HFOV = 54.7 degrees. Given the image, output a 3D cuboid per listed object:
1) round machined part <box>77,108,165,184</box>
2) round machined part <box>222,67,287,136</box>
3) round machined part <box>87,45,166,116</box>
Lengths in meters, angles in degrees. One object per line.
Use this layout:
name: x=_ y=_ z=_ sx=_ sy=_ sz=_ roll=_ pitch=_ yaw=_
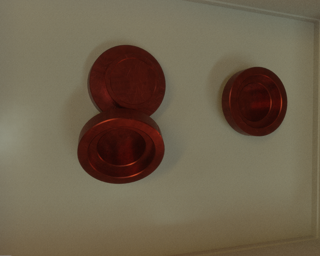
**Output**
round machined part: x=-0.046 y=0.017 z=0.369 sx=0.099 sy=0.042 sz=0.097 roll=-5 pitch=126 yaw=-7
round machined part: x=0.132 y=-0.037 z=0.452 sx=0.099 sy=0.042 sz=0.097 roll=0 pitch=90 yaw=-21
round machined part: x=-0.038 y=-0.056 z=0.388 sx=0.099 sy=0.042 sz=0.097 roll=0 pitch=90 yaw=-21
